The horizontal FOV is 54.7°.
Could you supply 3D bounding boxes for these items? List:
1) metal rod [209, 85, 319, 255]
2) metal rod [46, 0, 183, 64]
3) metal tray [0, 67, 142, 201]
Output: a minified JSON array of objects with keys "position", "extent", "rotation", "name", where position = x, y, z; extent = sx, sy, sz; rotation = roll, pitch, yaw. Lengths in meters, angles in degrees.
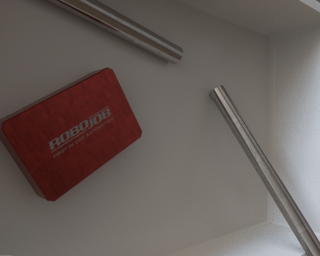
[{"position":[0.161,0.068,0.463],"extent":[0.025,0.025,0.299],"rotation":[-23,79,-38],"name":"metal rod"},{"position":[-0.089,-0.135,0.332],"extent":[0.302,0.025,0.025],"rotation":[17,79,-39],"name":"metal rod"},{"position":[-0.089,0.002,0.330],"extent":[0.131,0.030,0.090],"rotation":[-37,113,-34],"name":"metal tray"}]
